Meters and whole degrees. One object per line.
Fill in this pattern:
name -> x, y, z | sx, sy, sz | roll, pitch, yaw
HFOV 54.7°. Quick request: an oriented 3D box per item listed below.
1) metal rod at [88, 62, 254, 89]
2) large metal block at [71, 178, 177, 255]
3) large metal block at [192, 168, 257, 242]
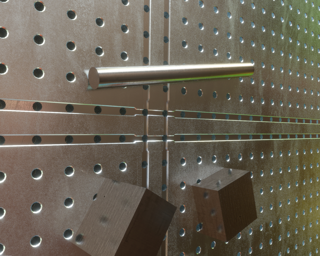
metal rod -> 0.040, -0.079, 0.444 | 0.302, 0.025, 0.025 | -11, 98, -40
large metal block -> -0.040, 0.107, 0.342 | 0.050, 0.080, 0.080 | 40, 66, -33
large metal block -> 0.102, 0.116, 0.482 | 0.081, 0.050, 0.079 | -19, 102, -39
